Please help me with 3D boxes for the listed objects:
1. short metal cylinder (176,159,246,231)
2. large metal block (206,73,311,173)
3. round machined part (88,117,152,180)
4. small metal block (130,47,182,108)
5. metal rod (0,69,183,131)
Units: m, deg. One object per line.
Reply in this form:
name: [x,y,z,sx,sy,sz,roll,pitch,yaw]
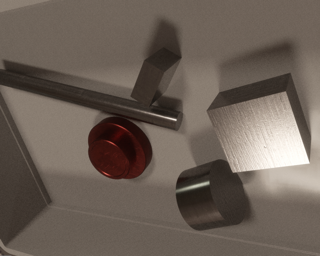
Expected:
short metal cylinder: [0.065,0.085,0.390,0.050,0.080,0.080,-25,105,36]
large metal block: [0.108,-0.003,0.333,0.080,0.050,0.080,-14,112,33]
round machined part: [-0.065,0.036,0.452,0.098,0.042,0.097,13,124,20]
small metal block: [-0.004,-0.059,0.357,0.025,0.050,0.050,32,128,7]
metal rod: [-0.113,-0.044,0.438,0.301,0.025,0.025,15,124,19]
